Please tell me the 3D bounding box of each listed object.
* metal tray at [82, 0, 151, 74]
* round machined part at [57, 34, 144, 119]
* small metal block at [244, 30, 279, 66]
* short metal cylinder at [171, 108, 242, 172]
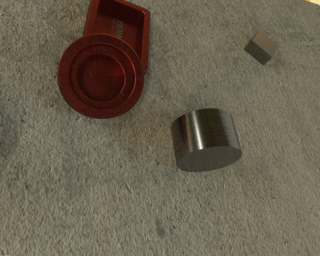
[{"bbox_3d":[-0.063,-0.133,0.447,0.091,0.030,0.130,14,56,-20],"label":"metal tray"},{"bbox_3d":[-0.072,-0.059,0.373,0.099,0.042,0.097,0,90,-21],"label":"round machined part"},{"bbox_3d":[0.200,-0.158,0.607,0.050,0.025,0.050,40,51,-1],"label":"small metal block"},{"bbox_3d":[0.057,0.017,0.388,0.081,0.080,0.050,6,59,-25],"label":"short metal cylinder"}]
